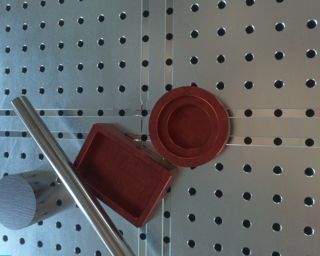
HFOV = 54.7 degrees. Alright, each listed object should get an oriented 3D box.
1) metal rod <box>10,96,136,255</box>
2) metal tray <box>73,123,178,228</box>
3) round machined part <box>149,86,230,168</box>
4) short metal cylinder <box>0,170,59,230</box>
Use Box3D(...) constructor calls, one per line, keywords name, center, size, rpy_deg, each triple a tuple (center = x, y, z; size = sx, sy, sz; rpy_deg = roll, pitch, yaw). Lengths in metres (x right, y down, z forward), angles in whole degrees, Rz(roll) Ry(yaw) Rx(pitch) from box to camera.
Box3D(name="metal rod", center=(-0.114, 0.077, 0.418), size=(0.025, 0.025, 0.300), rpy_deg=(-41, 78, 15))
Box3D(name="metal tray", center=(-0.053, 0.062, 0.427), size=(0.130, 0.030, 0.090), rpy_deg=(32, 100, 16))
Box3D(name="round machined part", center=(0.039, -0.002, 0.389), size=(0.098, 0.042, 0.097), rpy_deg=(0, 90, 19))
Box3D(name="short metal cylinder", center=(-0.202, 0.107, 0.469), size=(0.080, 0.050, 0.079), rpy_deg=(0, 90, 19))
